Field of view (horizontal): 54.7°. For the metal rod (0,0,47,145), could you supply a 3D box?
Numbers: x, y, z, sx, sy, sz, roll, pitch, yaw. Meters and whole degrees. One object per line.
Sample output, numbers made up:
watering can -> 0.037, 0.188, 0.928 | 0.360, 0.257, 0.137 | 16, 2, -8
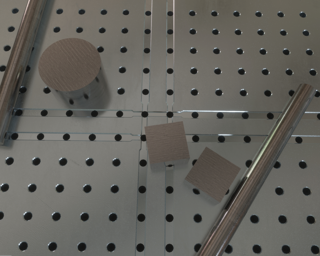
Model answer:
metal rod -> -0.200, -0.121, 0.454 | 0.025, 0.025, 0.299 | 6, 70, 2

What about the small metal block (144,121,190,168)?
small metal block -> 0.009, 0.022, 0.404 | 0.050, 0.025, 0.050 | -8, 70, -3

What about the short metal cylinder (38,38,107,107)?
short metal cylinder -> -0.117, -0.075, 0.425 | 0.081, 0.050, 0.080 | 0, 70, 0

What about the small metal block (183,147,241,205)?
small metal block -> 0.065, 0.060, 0.390 | 0.050, 0.025, 0.050 | 33, 73, 11

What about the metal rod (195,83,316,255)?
metal rod -> 0.120, 0.062, 0.389 | 0.025, 0.025, 0.300 | 33, 73, 11
